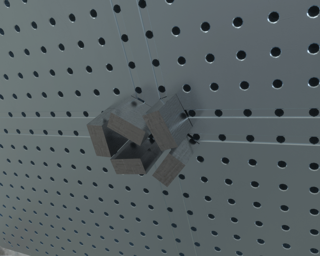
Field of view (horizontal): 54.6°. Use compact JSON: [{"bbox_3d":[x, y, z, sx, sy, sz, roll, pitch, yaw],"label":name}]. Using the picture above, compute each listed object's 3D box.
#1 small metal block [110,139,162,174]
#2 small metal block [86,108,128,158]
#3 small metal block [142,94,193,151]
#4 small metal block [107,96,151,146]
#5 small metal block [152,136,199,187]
[{"bbox_3d":[-0.033,0.040,0.437,0.050,0.050,0.025,-5,116,30],"label":"small metal block"},{"bbox_3d":[-0.072,0.006,0.437,0.025,0.050,0.050,4,121,27],"label":"small metal block"},{"bbox_3d":[0.011,-0.008,0.384,0.025,0.050,0.050,-17,109,35],"label":"small metal block"},{"bbox_3d":[-0.032,-0.011,0.406,0.050,0.050,0.025,29,129,9],"label":"small metal block"},{"bbox_3d":[0.021,0.042,0.410,0.025,0.050,0.050,37,129,5],"label":"small metal block"}]
